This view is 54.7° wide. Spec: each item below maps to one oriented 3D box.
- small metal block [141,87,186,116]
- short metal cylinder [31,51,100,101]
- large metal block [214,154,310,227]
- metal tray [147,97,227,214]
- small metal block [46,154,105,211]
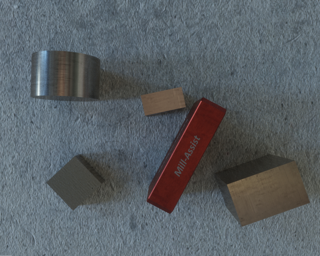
[{"bbox_3d":[0.004,-0.032,0.397,0.050,0.050,0.025,-12,90,0],"label":"small metal block"},{"bbox_3d":[-0.115,-0.061,0.381,0.081,0.080,0.050,2,90,0],"label":"short metal cylinder"},{"bbox_3d":[0.121,0.073,0.383,0.080,0.080,0.050,-19,90,0],"label":"large metal block"},{"bbox_3d":[0.029,0.030,0.377,0.030,0.090,0.130,28,90,0],"label":"metal tray"},{"bbox_3d":[-0.110,0.071,0.409,0.050,0.025,0.050,-43,90,0],"label":"small metal block"}]
